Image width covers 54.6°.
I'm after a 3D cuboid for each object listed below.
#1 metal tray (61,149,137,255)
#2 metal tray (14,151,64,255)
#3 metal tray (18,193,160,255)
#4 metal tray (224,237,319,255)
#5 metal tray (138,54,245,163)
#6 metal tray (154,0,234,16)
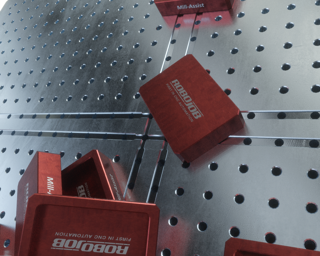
[{"bbox_3d":[-0.092,0.101,0.392,0.090,0.030,0.130,-34,51,6],"label":"metal tray"},{"bbox_3d":[-0.156,0.106,0.396,0.090,0.030,0.130,-48,43,35],"label":"metal tray"},{"bbox_3d":[-0.070,0.117,0.315,0.131,0.030,0.090,6,78,-5],"label":"metal tray"},{"bbox_3d":[0.116,0.148,0.253,0.130,0.030,0.090,0,61,28],"label":"metal tray"},{"bbox_3d":[0.036,-0.030,0.405,0.090,0.030,0.130,-34,51,5],"label":"metal tray"},{"bbox_3d":[0.064,-0.236,0.516,0.130,0.030,0.090,7,65,31],"label":"metal tray"}]
